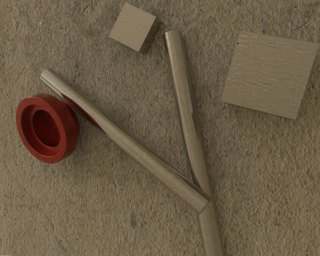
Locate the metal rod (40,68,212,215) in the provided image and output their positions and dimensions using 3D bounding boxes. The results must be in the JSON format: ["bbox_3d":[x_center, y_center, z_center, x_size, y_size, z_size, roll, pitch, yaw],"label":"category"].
[{"bbox_3d":[-0.058,0.006,0.414,0.300,0.025,0.025,37,102,21],"label":"metal rod"}]

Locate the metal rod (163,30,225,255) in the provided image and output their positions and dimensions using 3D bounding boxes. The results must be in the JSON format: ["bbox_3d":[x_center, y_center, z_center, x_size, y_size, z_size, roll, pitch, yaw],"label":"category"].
[{"bbox_3d":[0.043,0.024,0.393,0.025,0.025,0.298,-12,86,19],"label":"metal rod"}]

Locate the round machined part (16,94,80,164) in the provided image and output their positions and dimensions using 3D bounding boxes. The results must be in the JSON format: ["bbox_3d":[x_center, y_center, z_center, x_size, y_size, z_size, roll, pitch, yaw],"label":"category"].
[{"bbox_3d":[-0.154,-0.002,0.441,0.098,0.042,0.097,11,114,27],"label":"round machined part"}]

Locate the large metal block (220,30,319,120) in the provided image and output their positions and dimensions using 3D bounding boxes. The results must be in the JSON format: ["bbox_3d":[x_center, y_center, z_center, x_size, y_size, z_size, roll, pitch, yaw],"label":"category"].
[{"bbox_3d":[0.123,-0.058,0.352,0.080,0.050,0.079,17,95,19],"label":"large metal block"}]

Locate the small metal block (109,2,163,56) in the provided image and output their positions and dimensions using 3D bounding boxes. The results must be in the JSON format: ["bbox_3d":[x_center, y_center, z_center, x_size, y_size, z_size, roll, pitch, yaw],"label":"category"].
[{"bbox_3d":[-0.033,-0.133,0.420,0.050,0.025,0.050,31,100,17],"label":"small metal block"}]
